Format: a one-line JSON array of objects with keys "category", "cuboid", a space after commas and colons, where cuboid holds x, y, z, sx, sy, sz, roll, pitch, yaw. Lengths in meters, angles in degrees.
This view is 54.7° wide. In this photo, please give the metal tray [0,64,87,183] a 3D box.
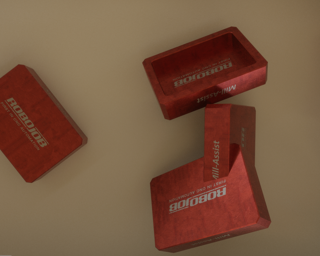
[{"category": "metal tray", "cuboid": [-0.171, -0.006, 0.407, 0.090, 0.030, 0.130, -38, 91, -1]}]

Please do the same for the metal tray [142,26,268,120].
[{"category": "metal tray", "cuboid": [0.052, -0.071, 0.383, 0.131, 0.030, 0.090, -21, 49, -1]}]

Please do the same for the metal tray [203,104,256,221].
[{"category": "metal tray", "cuboid": [0.087, 0.037, 0.378, 0.030, 0.091, 0.129, 2, 91, 35]}]

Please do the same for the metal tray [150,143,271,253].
[{"category": "metal tray", "cuboid": [0.050, 0.083, 0.358, 0.130, 0.030, 0.090, -28, 51, 28]}]
